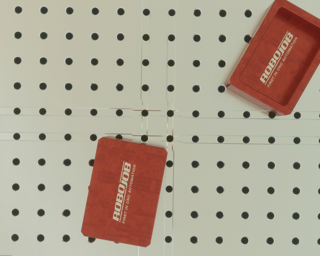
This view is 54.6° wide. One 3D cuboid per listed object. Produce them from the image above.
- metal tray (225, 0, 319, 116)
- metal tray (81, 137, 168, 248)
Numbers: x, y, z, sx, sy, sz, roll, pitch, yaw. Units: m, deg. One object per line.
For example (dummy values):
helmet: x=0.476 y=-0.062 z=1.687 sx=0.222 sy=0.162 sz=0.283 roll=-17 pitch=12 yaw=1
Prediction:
metal tray: x=0.158 y=-0.092 z=0.411 sx=0.090 sy=0.030 sz=0.130 roll=30 pitch=90 yaw=0
metal tray: x=-0.046 y=0.082 z=0.411 sx=0.090 sy=0.030 sz=0.129 roll=11 pitch=90 yaw=0
